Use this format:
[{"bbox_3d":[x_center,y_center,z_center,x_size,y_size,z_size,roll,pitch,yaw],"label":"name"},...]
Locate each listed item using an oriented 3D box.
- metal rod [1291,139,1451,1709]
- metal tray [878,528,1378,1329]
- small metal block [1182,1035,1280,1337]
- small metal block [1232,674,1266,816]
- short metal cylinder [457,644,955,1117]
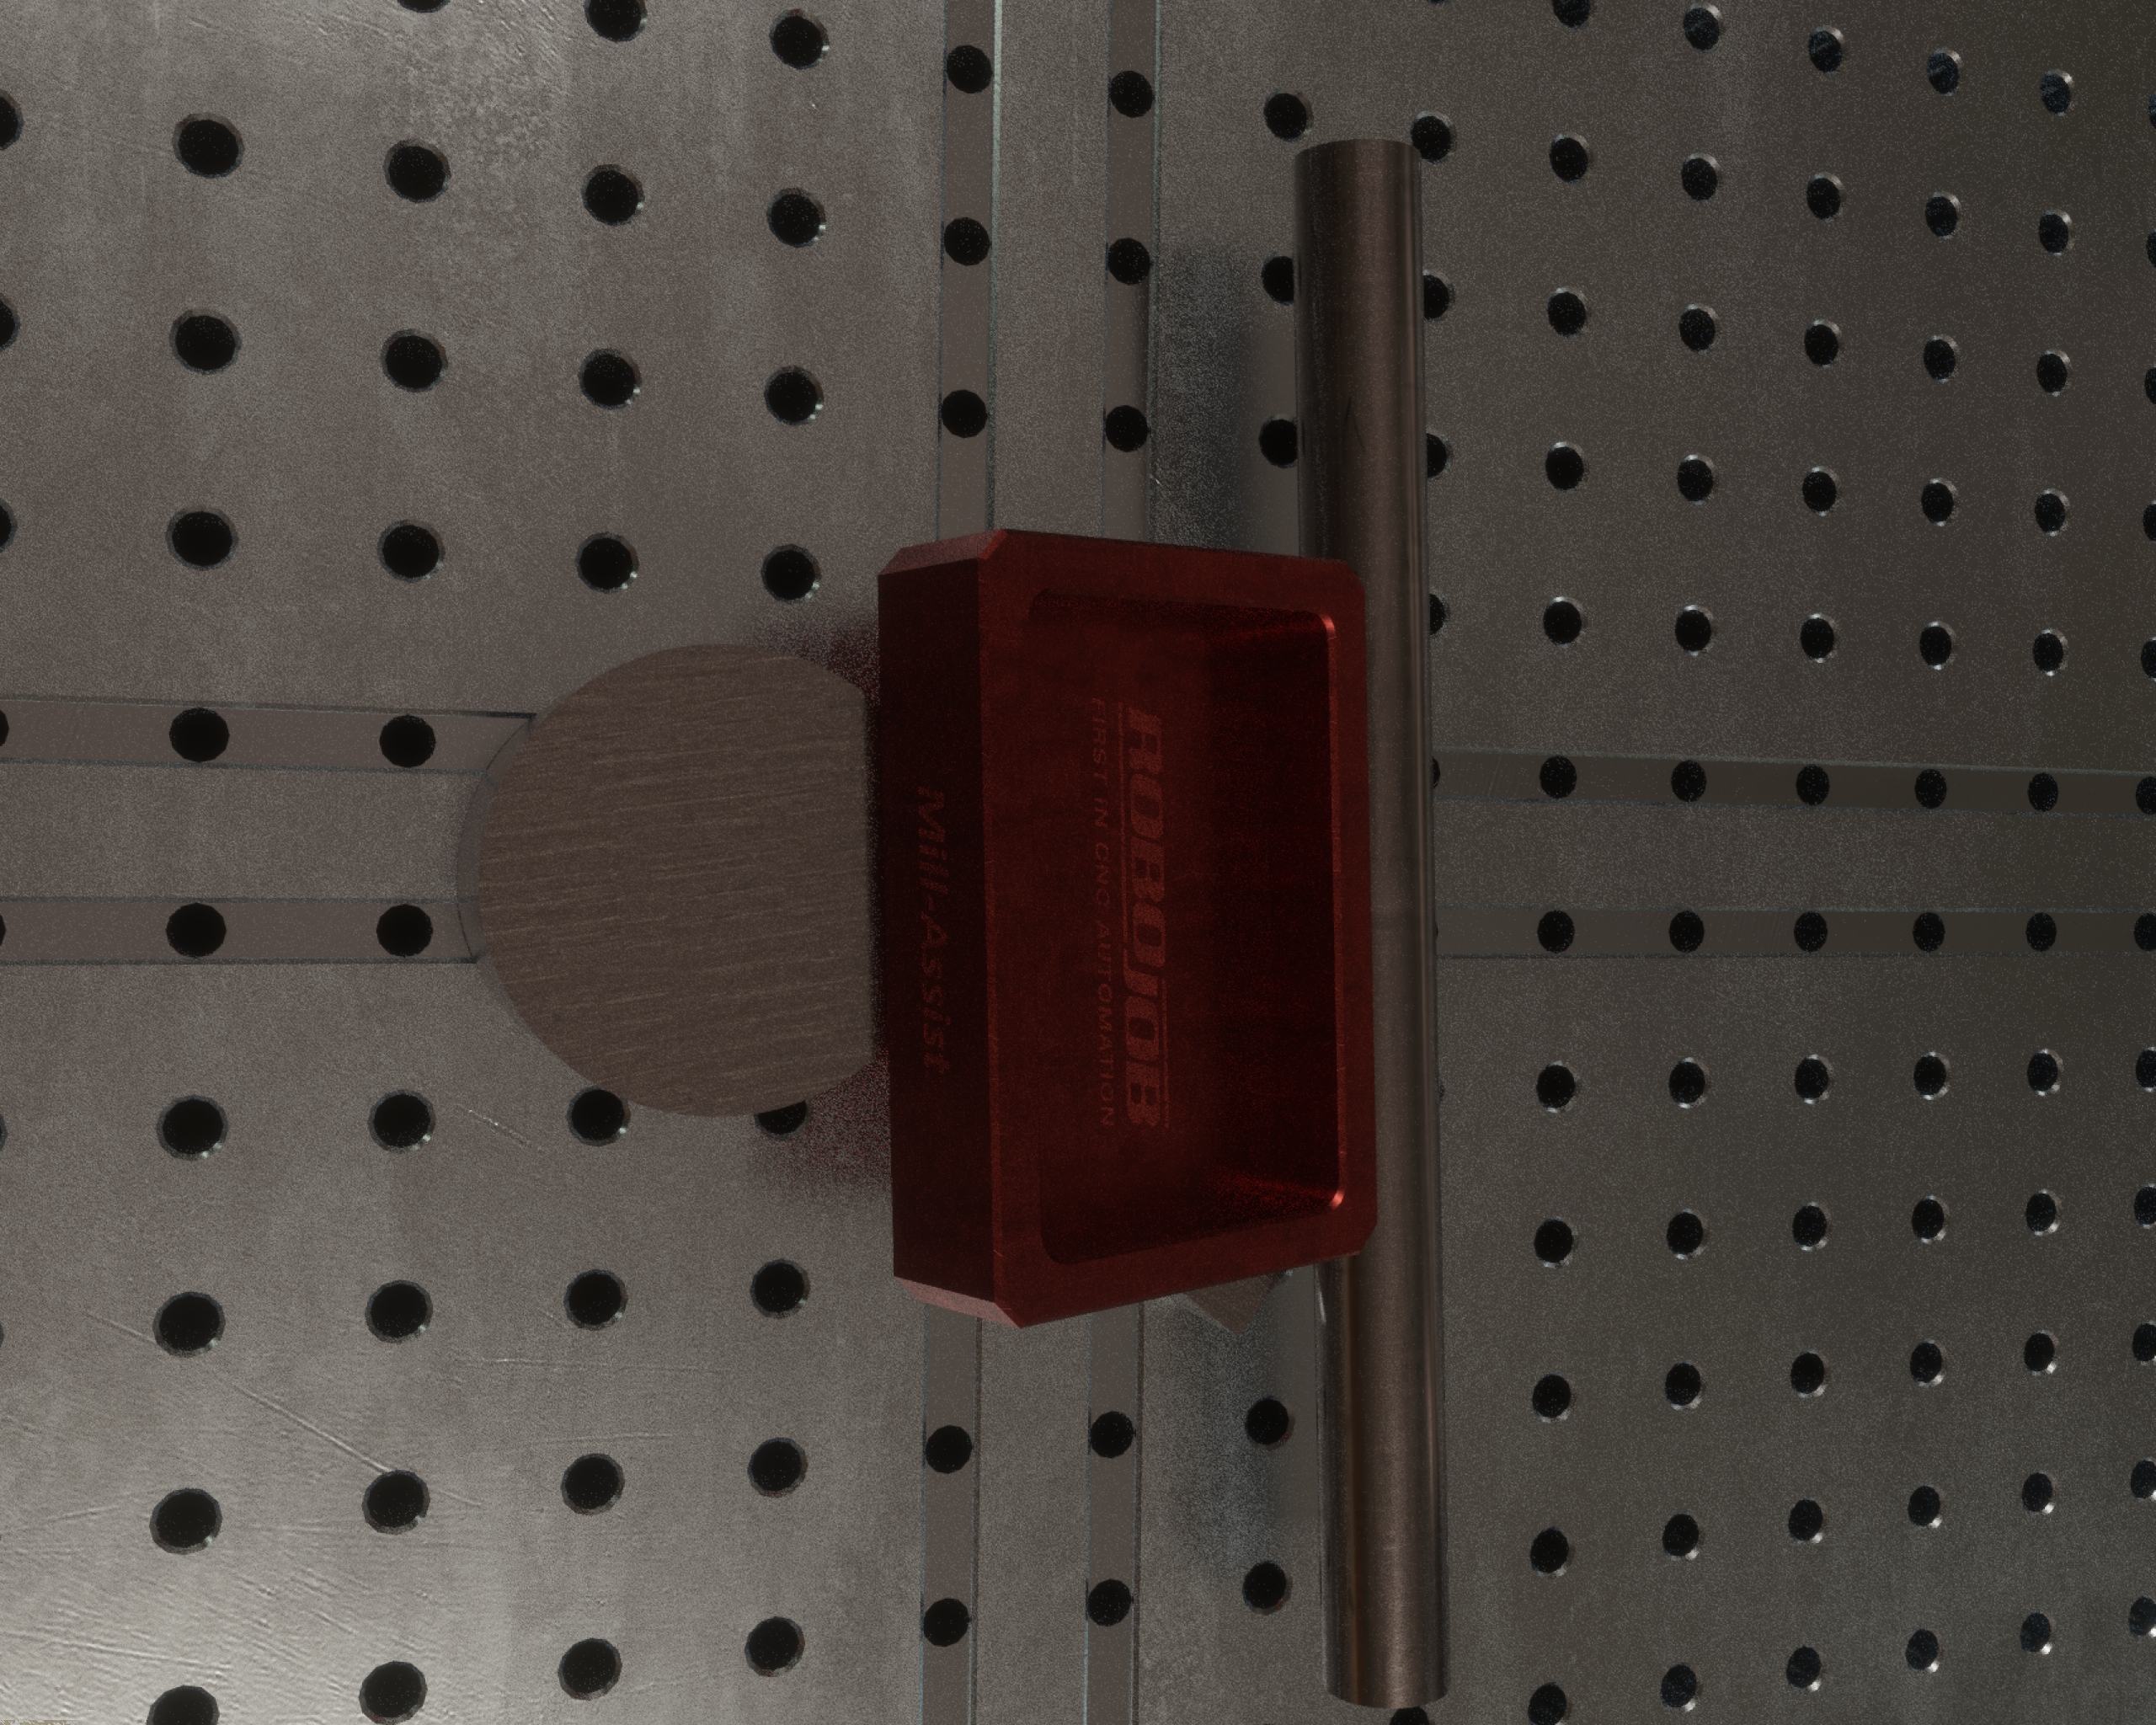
[{"bbox_3d":[0.057,0.012,0.408,0.025,0.025,0.298,-1,91,-20],"label":"metal rod"},{"bbox_3d":[0.011,0.010,0.373,0.091,0.030,0.129,-2,91,-40],"label":"metal tray"},{"bbox_3d":[0.024,0.059,0.422,0.050,0.025,0.050,41,77,-16],"label":"small metal block"},{"bbox_3d":[0.033,-0.029,0.426,0.050,0.025,0.050,-16,96,-20],"label":"small metal block"},{"bbox_3d":[-0.068,0.003,0.374,0.081,0.050,0.079,0,90,-21],"label":"short metal cylinder"}]
